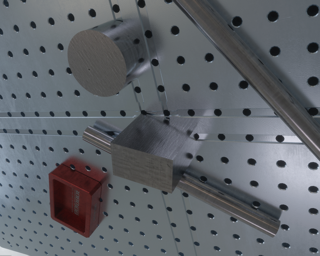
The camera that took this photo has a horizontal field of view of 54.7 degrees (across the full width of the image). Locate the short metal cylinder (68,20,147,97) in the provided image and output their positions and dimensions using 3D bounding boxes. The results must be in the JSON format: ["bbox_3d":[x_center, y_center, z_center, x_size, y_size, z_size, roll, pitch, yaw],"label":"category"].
[{"bbox_3d":[-0.063,-0.084,0.376,0.080,0.050,0.079,13,124,21],"label":"short metal cylinder"}]

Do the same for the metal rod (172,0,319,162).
[{"bbox_3d":[0.086,-0.071,0.321,0.300,0.025,0.025,46,129,-5],"label":"metal rod"}]

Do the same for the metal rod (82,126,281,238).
[{"bbox_3d":[0.022,0.071,0.443,0.301,0.025,0.025,26,128,12],"label":"metal rod"}]

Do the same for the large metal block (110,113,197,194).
[{"bbox_3d":[-0.006,0.028,0.396,0.080,0.080,0.050,14,124,20],"label":"large metal block"}]

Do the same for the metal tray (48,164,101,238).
[{"bbox_3d":[-0.159,0.138,0.576,0.090,0.030,0.129,23,127,14],"label":"metal tray"}]
